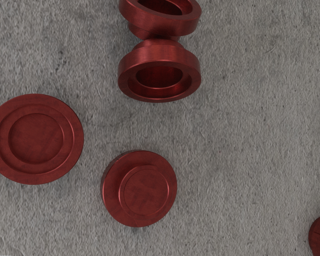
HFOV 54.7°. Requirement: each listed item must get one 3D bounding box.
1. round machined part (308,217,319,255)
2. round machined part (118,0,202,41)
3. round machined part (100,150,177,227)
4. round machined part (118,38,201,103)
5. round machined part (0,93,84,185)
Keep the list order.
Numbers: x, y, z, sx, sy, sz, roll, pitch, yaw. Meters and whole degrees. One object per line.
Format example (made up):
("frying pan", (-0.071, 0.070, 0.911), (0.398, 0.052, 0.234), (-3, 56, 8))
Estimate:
("round machined part", (0.284, 0.182, 0.505), (0.099, 0.042, 0.097), (0, 90, -20))
("round machined part", (-0.002, -0.138, 0.381), (0.099, 0.042, 0.098), (10, 44, -10))
("round machined part", (-0.023, 0.077, 0.392), (0.099, 0.042, 0.097), (0, 90, -20))
("round machined part", (-0.001, -0.071, 0.374), (0.099, 0.098, 0.042), (6, 66, -20))
("round machined part", (-0.139, 0.012, 0.349), (0.099, 0.042, 0.097), (0, 90, -20))
